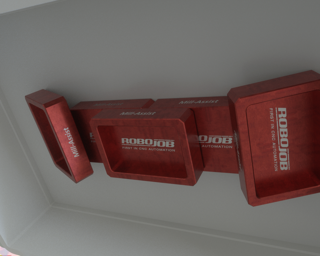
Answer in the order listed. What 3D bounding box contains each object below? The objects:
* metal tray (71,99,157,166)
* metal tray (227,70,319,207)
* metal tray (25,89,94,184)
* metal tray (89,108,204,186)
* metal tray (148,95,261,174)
[{"bbox_3d":[-0.061,0.007,0.441,0.130,0.030,0.089,0,119,28],"label":"metal tray"},{"bbox_3d":[0.126,0.014,0.321,0.090,0.030,0.129,-13,115,3],"label":"metal tray"},{"bbox_3d":[-0.152,0.011,0.467,0.090,0.030,0.129,19,131,49],"label":"metal tray"},{"bbox_3d":[-0.017,0.022,0.387,0.130,0.030,0.089,1,118,28],"label":"metal tray"},{"bbox_3d":[0.055,0.009,0.381,0.130,0.030,0.089,0,119,28],"label":"metal tray"}]
